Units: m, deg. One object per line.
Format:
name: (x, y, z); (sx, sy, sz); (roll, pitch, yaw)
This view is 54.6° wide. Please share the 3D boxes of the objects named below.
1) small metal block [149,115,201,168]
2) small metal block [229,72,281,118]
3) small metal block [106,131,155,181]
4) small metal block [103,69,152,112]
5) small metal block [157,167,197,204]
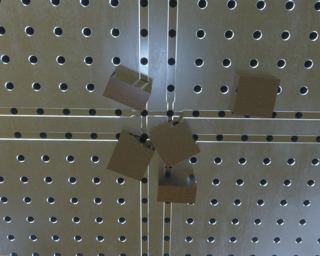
small metal block: (0.020, 0.018, 0.420); (0.050, 0.025, 0.050); (-28, 108, 9)
small metal block: (0.120, -0.043, 0.398); (0.050, 0.025, 0.050); (5, 110, -2)
small metal block: (-0.040, 0.039, 0.427); (0.050, 0.025, 0.050); (22, 109, -8)
small metal block: (-0.038, -0.047, 0.382); (0.050, 0.050, 0.025); (23, 109, -8)
small metal block: (0.022, 0.079, 0.429); (0.050, 0.050, 0.025); (4, 110, -2)
